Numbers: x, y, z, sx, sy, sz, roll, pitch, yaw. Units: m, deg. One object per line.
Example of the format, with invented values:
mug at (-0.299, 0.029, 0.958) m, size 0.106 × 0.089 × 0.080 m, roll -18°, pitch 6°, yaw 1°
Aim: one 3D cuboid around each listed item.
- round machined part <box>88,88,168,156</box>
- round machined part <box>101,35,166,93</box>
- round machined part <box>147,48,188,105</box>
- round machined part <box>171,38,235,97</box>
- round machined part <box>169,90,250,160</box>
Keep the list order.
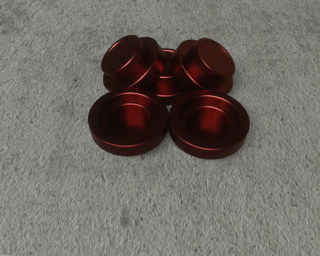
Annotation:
round machined part at (-0.039, -0.003, 0.396) m, size 0.099 × 0.042 × 0.098 m, roll 0°, pitch 50°, yaw 0°
round machined part at (-0.044, -0.093, 0.440) m, size 0.098 × 0.042 × 0.098 m, roll -21°, pitch 49°, yaw 26°
round machined part at (0.007, -0.082, 0.462) m, size 0.099 × 0.042 × 0.098 m, roll 0°, pitch 50°, yaw 0°
round machined part at (0.068, -0.089, 0.441) m, size 0.099 × 0.042 × 0.098 m, roll 19°, pitch 52°, yaw -25°
round machined part at (0.060, 0.000, 0.394) m, size 0.099 × 0.042 × 0.098 m, roll 0°, pitch 50°, yaw 0°
